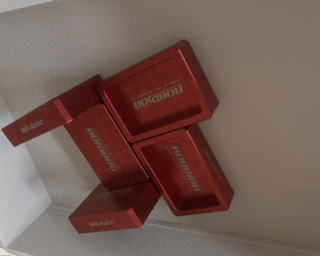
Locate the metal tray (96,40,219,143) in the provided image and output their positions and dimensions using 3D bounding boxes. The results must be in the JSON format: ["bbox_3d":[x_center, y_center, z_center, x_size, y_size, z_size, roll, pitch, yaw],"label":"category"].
[{"bbox_3d":[-0.006,-0.039,0.381,0.130,0.030,0.090,-18,109,34],"label":"metal tray"}]

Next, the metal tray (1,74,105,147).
[{"bbox_3d":[-0.141,-0.023,0.420,0.130,0.090,0.030,-19,108,35],"label":"metal tray"}]

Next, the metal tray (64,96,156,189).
[{"bbox_3d":[-0.074,0.024,0.454,0.090,0.030,0.130,-19,109,35],"label":"metal tray"}]

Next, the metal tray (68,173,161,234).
[{"bbox_3d":[-0.063,0.111,0.463,0.130,0.090,0.030,-18,109,35],"label":"metal tray"}]

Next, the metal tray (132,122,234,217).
[{"bbox_3d":[0.032,0.058,0.421,0.090,0.030,0.130,-19,109,35],"label":"metal tray"}]
